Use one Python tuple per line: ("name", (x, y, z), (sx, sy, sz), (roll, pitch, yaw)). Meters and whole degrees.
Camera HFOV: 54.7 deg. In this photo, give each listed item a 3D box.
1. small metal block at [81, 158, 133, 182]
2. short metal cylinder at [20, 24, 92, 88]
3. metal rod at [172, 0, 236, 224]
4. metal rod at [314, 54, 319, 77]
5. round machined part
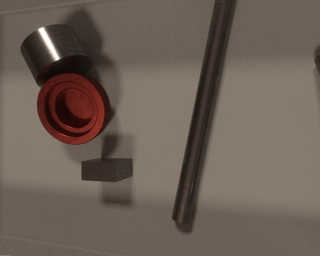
("small metal block", (-0.071, 0.056, 0.421), (0.050, 0.050, 0.025), (-1, 90, 19))
("short metal cylinder", (-0.143, -0.097, 0.430), (0.080, 0.080, 0.050), (-32, 80, 17))
("metal rod", (0.056, -0.028, 0.390), (0.025, 0.025, 0.298), (12, 94, 19))
("metal rod", (0.196, 0.054, 0.278), (0.025, 0.025, 0.299), (-14, 61, 19))
("round machined part", (-0.115, -0.029, 0.432), (0.098, 0.042, 0.097), (3, 105, 11))
